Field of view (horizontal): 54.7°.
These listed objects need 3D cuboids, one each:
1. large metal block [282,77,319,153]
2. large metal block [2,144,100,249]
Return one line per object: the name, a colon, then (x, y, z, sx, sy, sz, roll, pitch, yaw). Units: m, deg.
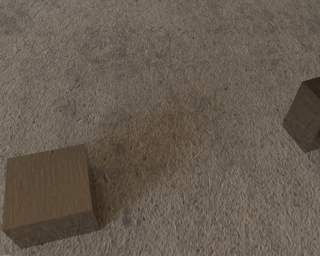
large metal block: (0.213, -0.022, 0.387, 0.081, 0.080, 0.050, -16, 52, -13)
large metal block: (-0.112, 0.070, 0.327, 0.081, 0.050, 0.080, -11, 51, -9)
